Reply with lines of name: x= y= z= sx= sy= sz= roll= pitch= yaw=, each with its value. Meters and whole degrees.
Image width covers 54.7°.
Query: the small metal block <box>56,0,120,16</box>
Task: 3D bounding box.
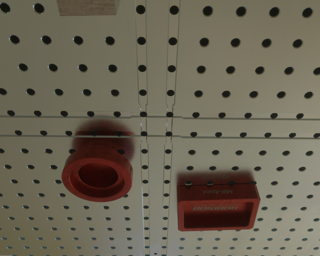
small metal block: x=-0.064 y=-0.126 z=0.287 sx=0.050 sy=0.050 sz=0.025 roll=-1 pitch=130 yaw=0

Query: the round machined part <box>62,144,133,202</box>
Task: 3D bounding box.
round machined part: x=-0.088 y=0.062 z=0.452 sx=0.099 sy=0.042 sz=0.097 roll=0 pitch=130 yaw=0

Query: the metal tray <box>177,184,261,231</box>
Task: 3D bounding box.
metal tray: x=0.095 y=0.136 z=0.524 sx=0.131 sy=0.030 sz=0.089 roll=-2 pitch=130 yaw=1
